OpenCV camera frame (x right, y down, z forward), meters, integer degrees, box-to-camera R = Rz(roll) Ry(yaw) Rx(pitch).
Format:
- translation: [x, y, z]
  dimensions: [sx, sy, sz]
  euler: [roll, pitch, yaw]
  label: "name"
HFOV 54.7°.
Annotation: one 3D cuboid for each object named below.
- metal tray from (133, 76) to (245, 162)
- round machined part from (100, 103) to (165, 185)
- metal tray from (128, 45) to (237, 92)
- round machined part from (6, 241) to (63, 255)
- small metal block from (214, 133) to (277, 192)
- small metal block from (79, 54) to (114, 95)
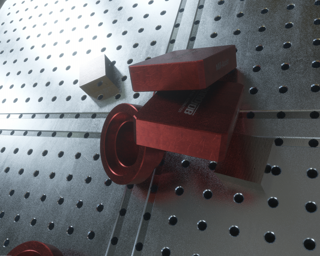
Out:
- translation: [0.037, -0.019, 0.339]
  dimensions: [0.090, 0.030, 0.131]
  euler: [11, 31, 17]
  label: "metal tray"
- translation: [-0.031, 0.020, 0.383]
  dimensions: [0.098, 0.042, 0.097]
  euler: [-7, 81, 49]
  label: "round machined part"
- translation: [0.034, -0.076, 0.383]
  dimensions: [0.090, 0.030, 0.131]
  euler: [2, 21, 29]
  label: "metal tray"
- translation: [-0.146, 0.186, 0.360]
  dimensions: [0.098, 0.042, 0.098]
  euler: [-13, 56, 21]
  label: "round machined part"
- translation: [0.094, 0.036, 0.337]
  dimensions: [0.050, 0.025, 0.050]
  euler: [11, 67, 32]
  label: "small metal block"
- translation: [-0.107, -0.090, 0.520]
  dimensions: [0.050, 0.025, 0.050]
  euler: [-21, 54, 16]
  label: "small metal block"
